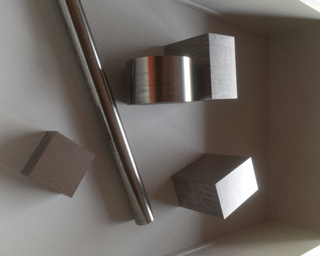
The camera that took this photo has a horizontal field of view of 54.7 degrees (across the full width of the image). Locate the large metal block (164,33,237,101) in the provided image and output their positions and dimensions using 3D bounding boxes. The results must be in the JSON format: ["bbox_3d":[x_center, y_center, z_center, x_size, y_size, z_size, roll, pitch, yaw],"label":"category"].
[{"bbox_3d":[0.054,-0.077,0.418,0.050,0.080,0.079,-6,94,-40],"label":"large metal block"}]

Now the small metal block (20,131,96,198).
[{"bbox_3d":[-0.104,0.037,0.321,0.050,0.025,0.050,40,66,-33],"label":"small metal block"}]

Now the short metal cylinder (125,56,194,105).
[{"bbox_3d":[-0.001,-0.054,0.372,0.081,0.080,0.050,-5,94,-40],"label":"short metal cylinder"}]

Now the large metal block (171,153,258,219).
[{"bbox_3d":[0.077,0.077,0.438,0.081,0.080,0.050,-26,107,-37],"label":"large metal block"}]

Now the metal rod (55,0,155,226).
[{"bbox_3d":[-0.062,-0.022,0.355,0.025,0.025,0.298,-28,108,-37],"label":"metal rod"}]
